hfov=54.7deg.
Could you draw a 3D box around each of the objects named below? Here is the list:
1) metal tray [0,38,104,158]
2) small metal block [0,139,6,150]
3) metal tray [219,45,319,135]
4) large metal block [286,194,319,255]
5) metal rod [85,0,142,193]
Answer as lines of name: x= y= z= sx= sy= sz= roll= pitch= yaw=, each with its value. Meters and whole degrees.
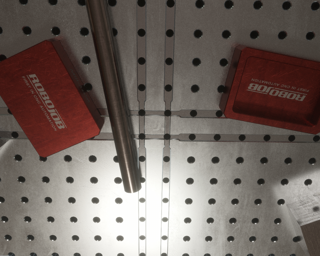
metal tray: x=-0.142 y=-0.036 z=0.395 sx=0.090 sy=0.030 sz=0.129 roll=-23 pitch=109 yaw=8
small metal block: x=-0.250 y=0.028 z=0.420 sx=0.050 sy=0.025 sz=0.050 roll=38 pitch=105 yaw=-13
metal tray: x=0.152 y=-0.048 z=0.395 sx=0.131 sy=0.030 sz=0.089 roll=10 pitch=110 yaw=-5
large metal block: x=0.246 y=0.146 z=0.458 sx=0.080 sy=0.050 sz=0.080 roll=-22 pitch=109 yaw=7
metal rod: x=-0.060 y=-0.052 z=0.393 sx=0.025 sy=0.025 sz=0.298 roll=-8 pitch=110 yaw=2
